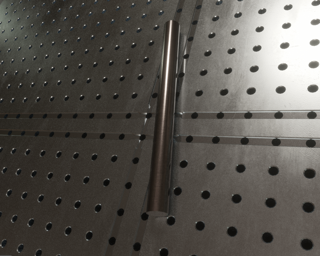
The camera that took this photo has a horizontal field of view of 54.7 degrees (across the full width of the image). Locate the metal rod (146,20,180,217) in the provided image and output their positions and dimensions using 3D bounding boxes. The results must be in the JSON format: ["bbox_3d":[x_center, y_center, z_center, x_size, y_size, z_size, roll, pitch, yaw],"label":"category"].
[{"bbox_3d":[0.008,-0.033,0.422,0.025,0.025,0.299,-9,58,23],"label":"metal rod"}]
